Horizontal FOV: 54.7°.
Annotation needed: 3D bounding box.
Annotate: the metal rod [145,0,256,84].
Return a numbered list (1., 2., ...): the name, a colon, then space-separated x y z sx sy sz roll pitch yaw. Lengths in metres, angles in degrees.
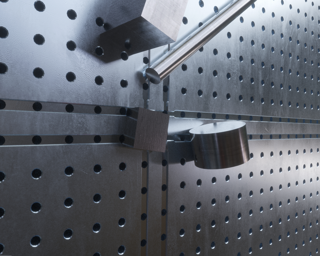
1. metal rod: 0.083 -0.157 0.480 0.301 0.025 0.025 -44 117 -31

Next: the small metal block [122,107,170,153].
1. small metal block: -0.017 0.003 0.396 0.050 0.025 0.050 12 82 -40

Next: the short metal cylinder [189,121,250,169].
1. short metal cylinder: 0.086 0.023 0.448 0.081 0.080 0.050 -17 101 -39

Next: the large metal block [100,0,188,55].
1. large metal block: -0.016 -0.140 0.361 0.050 0.080 0.080 27 73 -37
